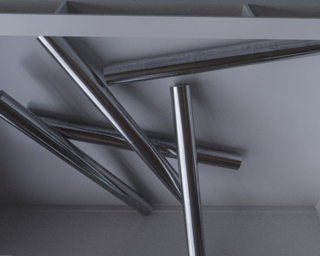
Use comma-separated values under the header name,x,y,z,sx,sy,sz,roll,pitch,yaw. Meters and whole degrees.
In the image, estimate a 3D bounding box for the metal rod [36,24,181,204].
name,x,y,z,sx,sy,sz,roll,pitch,yaw
metal rod,-0.036,0.006,0.387,0.025,0.025,0.300,-28,117,21

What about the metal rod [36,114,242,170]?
name,x,y,z,sx,sy,sz,roll,pitch,yaw
metal rod,-0.033,0.020,0.425,0.302,0.025,0.025,11,129,-10

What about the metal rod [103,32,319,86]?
name,x,y,z,sx,sy,sz,roll,pitch,yaw
metal rod,0.088,-0.080,0.341,0.302,0.025,0.025,-7,130,6

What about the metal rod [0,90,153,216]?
name,x,y,z,sx,sy,sz,roll,pitch,yaw
metal rod,-0.100,0.053,0.428,0.025,0.025,0.300,-25,134,19

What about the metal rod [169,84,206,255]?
name,x,y,z,sx,sy,sz,roll,pitch,yaw
metal rod,0.041,0.092,0.406,0.025,0.025,0.298,-6,105,4
